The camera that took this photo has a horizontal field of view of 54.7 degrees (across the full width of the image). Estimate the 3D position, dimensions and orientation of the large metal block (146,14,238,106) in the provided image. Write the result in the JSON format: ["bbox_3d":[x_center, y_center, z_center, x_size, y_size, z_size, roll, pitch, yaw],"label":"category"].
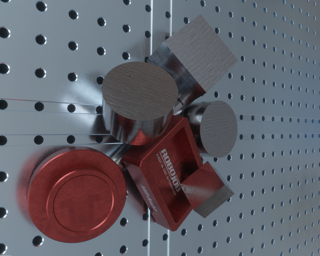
[{"bbox_3d":[0.044,-0.090,0.414,0.080,0.050,0.080,49,59,-6],"label":"large metal block"}]

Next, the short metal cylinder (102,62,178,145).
[{"bbox_3d":[-0.024,-0.028,0.346,0.081,0.050,0.080,5,57,-7],"label":"short metal cylinder"}]

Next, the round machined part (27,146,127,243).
[{"bbox_3d":[-0.081,0.070,0.314,0.099,0.042,0.097,-3,97,-24],"label":"round machined part"}]

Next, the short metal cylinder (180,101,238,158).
[{"bbox_3d":[0.067,0.002,0.448,0.081,0.050,0.079,0,90,-40],"label":"short metal cylinder"}]

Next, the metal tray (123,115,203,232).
[{"bbox_3d":[0.015,0.058,0.400,0.090,0.030,0.129,-45,130,-30],"label":"metal tray"}]

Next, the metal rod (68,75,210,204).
[{"bbox_3d":[0.000,-0.009,0.412,0.301,0.025,0.025,-45,117,-30],"label":"metal rod"}]

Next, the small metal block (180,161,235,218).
[{"bbox_3d":[0.061,0.080,0.406,0.050,0.050,0.025,-42,124,8],"label":"small metal block"}]
